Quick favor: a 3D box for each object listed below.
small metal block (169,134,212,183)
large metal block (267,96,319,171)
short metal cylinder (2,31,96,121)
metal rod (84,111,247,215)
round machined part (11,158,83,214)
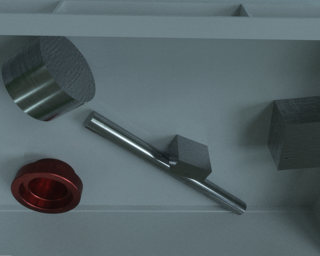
[{"bbox_3d":[0.041,0.042,0.429,0.050,0.050,0.025,21,127,-17],"label":"small metal block"},{"bbox_3d":[0.191,0.007,0.401,0.080,0.050,0.080,-5,130,4],"label":"large metal block"},{"bbox_3d":[-0.114,-0.053,0.326,0.050,0.080,0.080,-24,126,19],"label":"short metal cylinder"},{"bbox_3d":[0.023,0.062,0.462,0.301,0.025,0.025,33,123,-26],"label":"metal rod"},{"bbox_3d":[-0.166,0.084,0.467,0.099,0.042,0.097,-1,130,0],"label":"round machined part"}]
